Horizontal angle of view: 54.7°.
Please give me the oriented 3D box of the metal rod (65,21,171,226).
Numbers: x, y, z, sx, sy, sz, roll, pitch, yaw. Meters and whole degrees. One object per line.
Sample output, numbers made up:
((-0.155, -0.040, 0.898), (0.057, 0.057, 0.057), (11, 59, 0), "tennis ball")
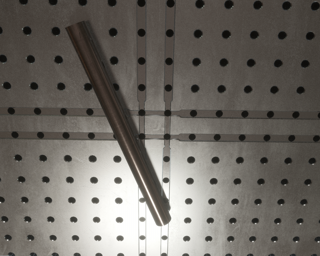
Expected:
((-0.048, 0.008, 0.415), (0.025, 0.025, 0.299), (-20, 109, 7), "metal rod")
